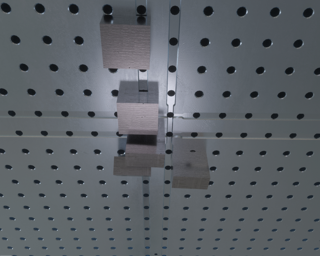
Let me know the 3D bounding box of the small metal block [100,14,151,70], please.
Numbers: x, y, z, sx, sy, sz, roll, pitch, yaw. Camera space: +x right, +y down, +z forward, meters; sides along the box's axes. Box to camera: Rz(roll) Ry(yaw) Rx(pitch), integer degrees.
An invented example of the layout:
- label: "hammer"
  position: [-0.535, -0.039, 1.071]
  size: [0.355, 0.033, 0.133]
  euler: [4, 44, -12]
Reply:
- label: "small metal block"
  position: [-0.036, -0.092, 0.333]
  size: [0.050, 0.025, 0.050]
  euler: [2, 130, -2]

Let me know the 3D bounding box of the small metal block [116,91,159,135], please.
- label: "small metal block"
  position: [-0.027, -0.019, 0.395]
  size: [0.050, 0.025, 0.050]
  euler: [1, 130, -1]

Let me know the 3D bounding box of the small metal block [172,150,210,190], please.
- label: "small metal block"
  position: [0.042, 0.060, 0.446]
  size: [0.050, 0.050, 0.025]
  euler: [3, 130, -3]

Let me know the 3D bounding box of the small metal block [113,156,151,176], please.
- label: "small metal block"
  position: [-0.038, 0.056, 0.441]
  size: [0.050, 0.025, 0.050]
  euler: [1, 169, -1]

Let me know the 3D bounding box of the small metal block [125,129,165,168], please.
- label: "small metal block"
  position: [-0.019, 0.025, 0.417]
  size: [0.050, 0.050, 0.025]
  euler: [3, 130, -3]
